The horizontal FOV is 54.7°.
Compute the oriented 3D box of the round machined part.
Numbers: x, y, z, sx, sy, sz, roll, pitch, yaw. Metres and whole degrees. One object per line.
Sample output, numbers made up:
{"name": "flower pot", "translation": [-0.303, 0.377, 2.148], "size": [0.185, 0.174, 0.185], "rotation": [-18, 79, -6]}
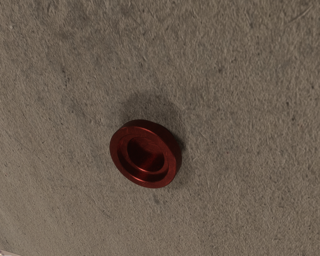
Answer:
{"name": "round machined part", "translation": [-0.016, 0.031, 0.422], "size": [0.098, 0.042, 0.097], "rotation": [13, 124, 20]}
